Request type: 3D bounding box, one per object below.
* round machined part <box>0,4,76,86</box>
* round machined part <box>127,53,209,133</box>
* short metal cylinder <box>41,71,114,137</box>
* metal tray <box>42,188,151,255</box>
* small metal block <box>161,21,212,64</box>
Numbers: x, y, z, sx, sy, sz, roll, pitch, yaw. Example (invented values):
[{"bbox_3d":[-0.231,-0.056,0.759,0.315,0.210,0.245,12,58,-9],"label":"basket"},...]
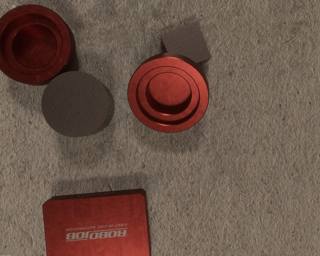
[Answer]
[{"bbox_3d":[-0.158,-0.103,0.399,0.099,0.042,0.097,0,90,-1],"label":"round machined part"},{"bbox_3d":[0.012,-0.046,0.389,0.099,0.042,0.097,3,117,7],"label":"round machined part"},{"bbox_3d":[-0.102,-0.029,0.396,0.081,0.050,0.079,0,90,-1],"label":"short metal cylinder"},{"bbox_3d":[-0.080,0.132,0.407,0.131,0.030,0.089,-5,90,-1],"label":"metal tray"},{"bbox_3d":[0.034,-0.105,0.410,0.050,0.025,0.050,-22,90,-1],"label":"small metal block"}]
